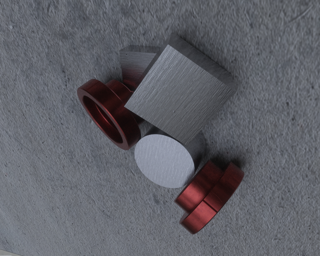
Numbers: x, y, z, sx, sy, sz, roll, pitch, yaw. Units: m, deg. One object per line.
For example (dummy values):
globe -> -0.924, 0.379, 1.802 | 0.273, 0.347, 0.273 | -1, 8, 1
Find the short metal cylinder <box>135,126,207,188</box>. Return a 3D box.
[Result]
short metal cylinder -> 0.015, 0.030, 0.401 | 0.080, 0.050, 0.079 | 13, 124, 20

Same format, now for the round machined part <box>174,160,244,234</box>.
round machined part -> 0.055, 0.077, 0.379 | 0.042, 0.099, 0.097 | 40, 129, 9

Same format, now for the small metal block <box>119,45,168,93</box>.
small metal block -> -0.018, -0.070, 0.371 | 0.050, 0.025, 0.050 | 10, 123, 22

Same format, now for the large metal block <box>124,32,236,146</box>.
large metal block -> 0.021, -0.041, 0.332 | 0.080, 0.050, 0.080 | 32, 119, -12

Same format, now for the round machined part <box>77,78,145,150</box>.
round machined part -> -0.056, -0.022, 0.392 | 0.098, 0.042, 0.098 | 41, 159, 20
